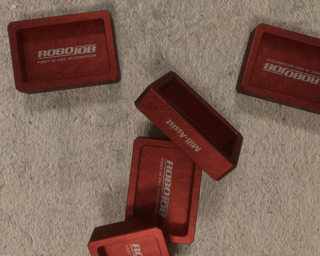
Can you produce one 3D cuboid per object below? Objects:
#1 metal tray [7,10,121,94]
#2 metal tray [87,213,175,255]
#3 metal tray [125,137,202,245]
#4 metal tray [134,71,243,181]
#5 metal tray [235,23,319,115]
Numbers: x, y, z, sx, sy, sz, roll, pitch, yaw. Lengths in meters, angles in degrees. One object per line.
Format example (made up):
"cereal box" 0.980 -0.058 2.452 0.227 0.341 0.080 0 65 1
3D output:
"metal tray" -0.123 -0.098 0.405 0.131 0.030 0.089 -7 90 -1
"metal tray" -0.025 0.178 0.386 0.090 0.030 0.129 -14 105 5
"metal tray" 0.005 0.080 0.407 0.091 0.030 0.129 7 90 -1
"metal tray" 0.040 -0.007 0.376 0.130 0.090 0.030 43 119 0
"metal tray" 0.177 -0.075 0.409 0.131 0.030 0.089 15 90 -1
